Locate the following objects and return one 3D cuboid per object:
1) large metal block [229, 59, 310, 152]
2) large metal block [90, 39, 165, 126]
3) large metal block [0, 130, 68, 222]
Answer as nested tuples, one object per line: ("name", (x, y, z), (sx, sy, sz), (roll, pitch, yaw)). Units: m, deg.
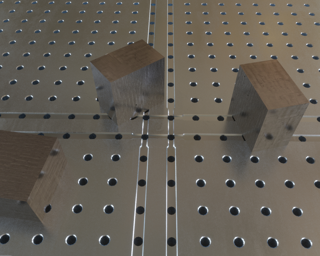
("large metal block", (0.133, -0.028, 0.397), (0.050, 0.080, 0.080), (-10, 51, -8))
("large metal block", (-0.041, -0.062, 0.424), (0.080, 0.080, 0.050), (-30, 56, -23))
("large metal block", (-0.162, 0.052, 0.347), (0.080, 0.050, 0.080), (7, 50, 6))
